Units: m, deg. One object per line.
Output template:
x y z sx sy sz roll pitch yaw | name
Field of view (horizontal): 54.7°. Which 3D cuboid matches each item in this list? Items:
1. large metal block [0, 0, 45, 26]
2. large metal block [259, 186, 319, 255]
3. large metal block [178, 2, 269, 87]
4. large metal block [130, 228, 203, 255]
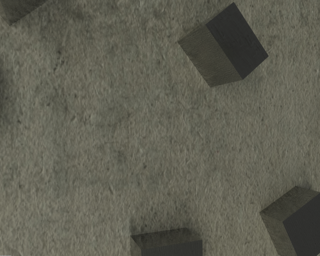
-0.167 -0.164 0.318 0.050 0.080 0.080 -42 104 -15 | large metal block
0.214 0.149 0.477 0.081 0.050 0.080 -29 100 -18 | large metal block
0.081 -0.105 0.411 0.050 0.080 0.080 -42 104 -15 | large metal block
0.008 0.181 0.400 0.081 0.050 0.079 -1 91 -20 | large metal block
